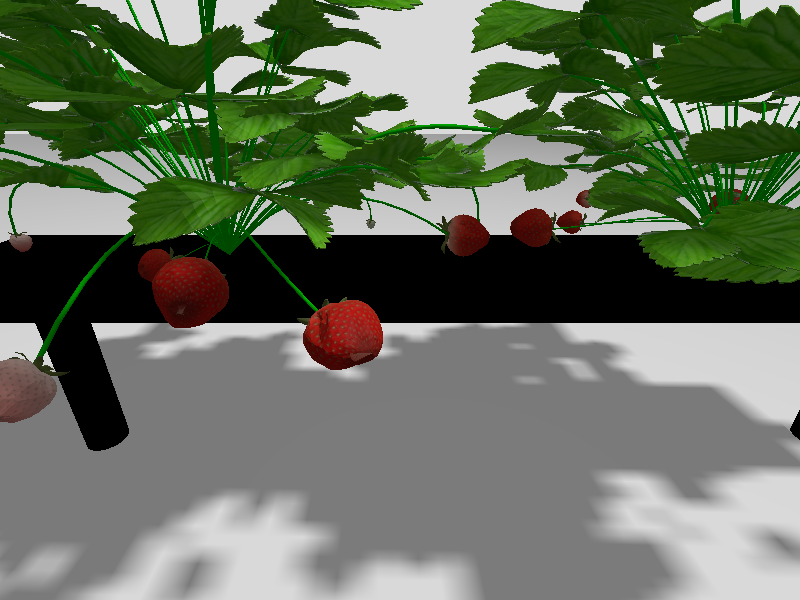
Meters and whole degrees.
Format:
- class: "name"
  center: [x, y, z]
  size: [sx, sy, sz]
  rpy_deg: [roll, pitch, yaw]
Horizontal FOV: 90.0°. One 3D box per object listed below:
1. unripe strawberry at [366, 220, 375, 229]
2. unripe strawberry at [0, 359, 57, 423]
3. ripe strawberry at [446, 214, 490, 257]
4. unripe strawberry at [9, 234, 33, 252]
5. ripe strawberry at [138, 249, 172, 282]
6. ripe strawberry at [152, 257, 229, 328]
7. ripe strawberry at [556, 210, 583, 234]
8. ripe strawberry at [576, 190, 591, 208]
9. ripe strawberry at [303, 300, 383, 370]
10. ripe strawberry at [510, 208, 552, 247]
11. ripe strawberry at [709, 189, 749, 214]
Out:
- class: "unripe strawberry"
  center: [-0.032, -0.084, 0.442]
  size: [0.010, 0.010, 0.009]
  rpy_deg: [-16, 29, -32]
- class: "unripe strawberry"
  center: [-0.153, 0.037, 0.159]
  size: [0.022, 0.025, 0.024]
  rpy_deg: [0, 39, 0]
- class: "ripe strawberry"
  center: [0.060, -0.056, 0.351]
  size: [0.037, 0.036, 0.040]
  rpy_deg: [1, 24, 1]
- class: "unripe strawberry"
  center: [-0.343, -0.052, 0.363]
  size: [0.017, 0.016, 0.015]
  rpy_deg: [0, 24, 1]
- class: "ripe strawberry"
  center: [-0.179, -0.024, 0.292]
  size: [0.023, 0.026, 0.025]
  rpy_deg: [7, 26, 16]
- class: "ripe strawberry"
  center: [-0.121, -0.002, 0.232]
  size: [0.040, 0.042, 0.043]
  rpy_deg: [-6, 25, -13]
- class: "ripe strawberry"
  center: [0.180, -0.083, 0.425]
  size: [0.025, 0.024, 0.027]
  rpy_deg: [14, 28, 29]
- class: "ripe strawberry"
  center: [0.255, -0.138, 0.549]
  size: [0.027, 0.024, 0.024]
  rpy_deg: [-5, 11, -10]
- class: "ripe strawberry"
  center: [-0.025, 0.018, 0.189]
  size: [0.038, 0.034, 0.034]
  rpy_deg: [-16, 29, -32]
- class: "ripe strawberry"
  center: [0.123, -0.068, 0.378]
  size: [0.036, 0.036, 0.040]
  rpy_deg: [2, 24, 7]
- class: "ripe strawberry"
  center: [0.411, -0.122, 0.501]
  size: [0.038, 0.033, 0.038]
  rpy_deg: [17, 29, 33]
